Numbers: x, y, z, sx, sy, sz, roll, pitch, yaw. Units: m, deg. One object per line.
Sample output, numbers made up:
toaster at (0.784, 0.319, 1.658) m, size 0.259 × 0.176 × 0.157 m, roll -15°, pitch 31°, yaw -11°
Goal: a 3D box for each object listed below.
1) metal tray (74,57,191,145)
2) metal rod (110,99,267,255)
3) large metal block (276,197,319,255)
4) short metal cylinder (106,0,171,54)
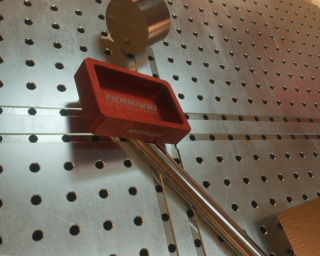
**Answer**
metal tray at (-0.031, -0.029, 0.375) m, size 0.131 × 0.030 × 0.090 m, roll 9°, pitch 46°, yaw -40°
metal rod at (0.015, 0.055, 0.382) m, size 0.300 × 0.025 × 0.025 m, roll 46°, pitch 51°, yaw 3°
large metal block at (0.208, 0.132, 0.395) m, size 0.050 × 0.080 × 0.080 m, roll 23°, pitch 42°, yaw -62°
short metal cylinder at (-0.032, -0.155, 0.450) m, size 0.080 × 0.080 × 0.050 m, roll 47°, pitch 51°, yaw 4°
